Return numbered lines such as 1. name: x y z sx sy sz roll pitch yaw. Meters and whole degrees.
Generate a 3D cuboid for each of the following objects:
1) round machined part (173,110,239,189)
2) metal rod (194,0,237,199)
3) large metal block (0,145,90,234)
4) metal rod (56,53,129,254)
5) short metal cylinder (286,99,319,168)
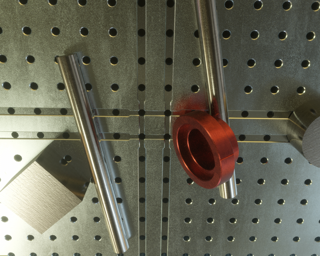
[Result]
1. round machined part: 0.061 0.024 0.392 0.042 0.098 0.097 -21 112 -25
2. metal rod: 0.073 -0.042 0.398 0.025 0.025 0.298 -10 110 3
3. large metal block: -0.159 0.085 0.429 0.080 0.050 0.080 -40 106 13
4. metal rod: -0.087 0.048 0.430 0.025 0.025 0.298 -10 110 3
5. short metal cylinder: 0.216 0.007 0.406 0.081 0.050 0.079 0 110 -1
